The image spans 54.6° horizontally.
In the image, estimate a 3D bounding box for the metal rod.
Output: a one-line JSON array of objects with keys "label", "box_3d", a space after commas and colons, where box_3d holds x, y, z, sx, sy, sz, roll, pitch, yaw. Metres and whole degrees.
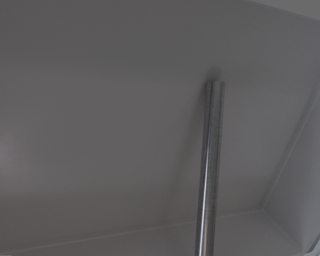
[{"label": "metal rod", "box_3d": [0.065, 0.088, 0.417, 0.025, 0.025, 0.298, 3, 92, -30]}]
